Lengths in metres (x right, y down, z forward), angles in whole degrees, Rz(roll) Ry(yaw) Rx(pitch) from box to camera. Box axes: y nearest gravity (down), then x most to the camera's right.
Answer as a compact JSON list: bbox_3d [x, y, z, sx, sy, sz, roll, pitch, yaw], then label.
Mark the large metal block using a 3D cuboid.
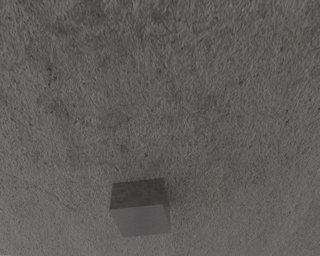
[{"bbox_3d":[-0.029,0.130,0.501,0.080,0.050,0.080,-8,130,6],"label":"large metal block"}]
